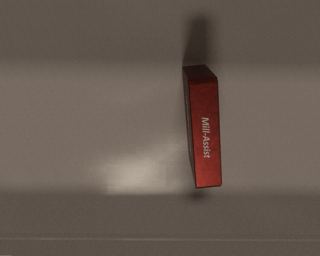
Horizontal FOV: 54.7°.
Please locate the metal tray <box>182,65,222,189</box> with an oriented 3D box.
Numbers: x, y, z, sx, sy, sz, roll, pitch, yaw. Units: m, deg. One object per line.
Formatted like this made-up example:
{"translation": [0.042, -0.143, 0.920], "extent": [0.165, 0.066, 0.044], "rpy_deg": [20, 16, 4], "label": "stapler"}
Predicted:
{"translation": [0.050, -0.005, 0.375], "extent": [0.030, 0.090, 0.129], "rpy_deg": [-6, 110, 2], "label": "metal tray"}
